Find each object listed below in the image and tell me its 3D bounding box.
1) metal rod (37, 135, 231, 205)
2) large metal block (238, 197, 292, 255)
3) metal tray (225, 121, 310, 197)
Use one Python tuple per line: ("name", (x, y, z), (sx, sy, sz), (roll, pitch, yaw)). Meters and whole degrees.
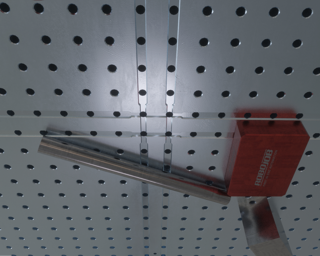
("metal rod", (-0.027, 0.068, 0.469), (0.302, 0.025, 0.025), (19, 128, -16))
("large metal block", (0.179, 0.175, 0.526), (0.050, 0.080, 0.080), (-24, 126, 19))
("metal tray", (0.150, 0.048, 0.451), (0.091, 0.030, 0.129), (0, 130, -1))
